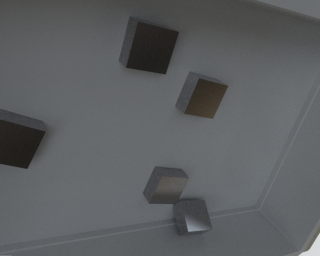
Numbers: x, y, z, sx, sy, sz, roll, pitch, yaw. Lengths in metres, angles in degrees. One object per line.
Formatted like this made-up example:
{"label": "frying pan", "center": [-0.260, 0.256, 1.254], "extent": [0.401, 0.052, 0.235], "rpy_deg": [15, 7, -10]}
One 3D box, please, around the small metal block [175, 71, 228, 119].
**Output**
{"label": "small metal block", "center": [0.056, -0.043, 0.414], "extent": [0.050, 0.025, 0.050], "rpy_deg": [8, 114, -32]}

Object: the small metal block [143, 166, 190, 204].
{"label": "small metal block", "center": [0.009, 0.088, 0.470], "extent": [0.050, 0.025, 0.050], "rpy_deg": [11, 113, -33]}

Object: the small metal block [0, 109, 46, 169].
{"label": "small metal block", "center": [-0.158, 0.012, 0.330], "extent": [0.050, 0.025, 0.050], "rpy_deg": [20, 108, -36]}

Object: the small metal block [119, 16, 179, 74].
{"label": "small metal block", "center": [-0.013, -0.091, 0.346], "extent": [0.050, 0.025, 0.050], "rpy_deg": [4, 117, -31]}

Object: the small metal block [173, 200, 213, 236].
{"label": "small metal block", "center": [0.054, 0.148, 0.512], "extent": [0.050, 0.050, 0.025], "rpy_deg": [7, 146, -32]}
